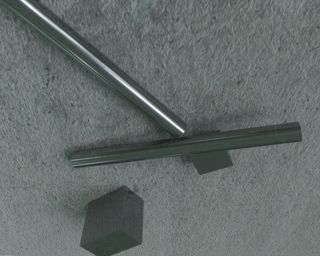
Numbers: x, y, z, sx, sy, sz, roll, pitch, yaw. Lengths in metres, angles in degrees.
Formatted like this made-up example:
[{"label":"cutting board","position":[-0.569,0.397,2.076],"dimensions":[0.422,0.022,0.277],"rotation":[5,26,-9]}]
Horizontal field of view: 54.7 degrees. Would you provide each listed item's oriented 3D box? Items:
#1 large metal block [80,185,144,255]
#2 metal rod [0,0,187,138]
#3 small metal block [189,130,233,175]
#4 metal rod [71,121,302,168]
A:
[{"label":"large metal block","position":[-0.075,0.151,0.499],"dimensions":[0.080,0.080,0.050],"rotation":[-28,125,21]},{"label":"metal rod","position":[-0.079,-0.079,0.338],"dimensions":[0.025,0.025,0.301],"rotation":[-37,122,26]},{"label":"small metal block","position":[0.071,0.036,0.439],"dimensions":[0.050,0.025,0.050],"rotation":[-19,128,15]},{"label":"metal rod","position":[0.024,0.025,0.409],"dimensions":[0.301,0.025,0.025],"rotation":[-8,130,13]}]
